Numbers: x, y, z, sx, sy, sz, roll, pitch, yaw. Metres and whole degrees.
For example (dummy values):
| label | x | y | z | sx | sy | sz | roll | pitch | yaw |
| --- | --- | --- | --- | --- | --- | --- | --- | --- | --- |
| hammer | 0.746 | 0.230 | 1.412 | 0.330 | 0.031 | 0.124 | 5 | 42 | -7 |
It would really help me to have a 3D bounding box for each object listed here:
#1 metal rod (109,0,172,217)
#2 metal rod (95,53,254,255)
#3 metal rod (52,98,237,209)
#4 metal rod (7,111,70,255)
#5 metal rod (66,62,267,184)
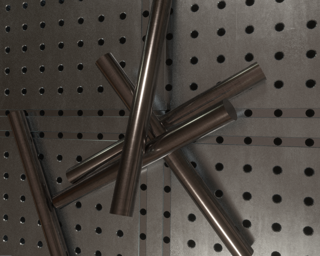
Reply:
| label | x | y | z | sx | sy | sz | roll | pitch | yaw |
| --- | --- | --- | --- | --- | --- | --- | --- | --- | --- |
| metal rod | -0.017 | -0.049 | 0.369 | 0.025 | 0.025 | 0.299 | 4 | 73 | 19 |
| metal rod | 0.016 | 0.034 | 0.384 | 0.025 | 0.025 | 0.299 | -37 | 87 | 16 |
| metal rod | -0.040 | 0.045 | 0.387 | 0.299 | 0.025 | 0.025 | -30 | 80 | 32 |
| metal rod | -0.177 | 0.116 | 0.473 | 0.025 | 0.025 | 0.299 | -23 | 83 | 18 |
| metal rod | -0.004 | 0.002 | 0.413 | 0.300 | 0.025 | 0.025 | -29 | 81 | 17 |
